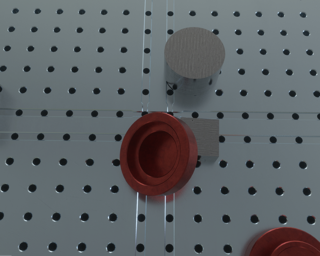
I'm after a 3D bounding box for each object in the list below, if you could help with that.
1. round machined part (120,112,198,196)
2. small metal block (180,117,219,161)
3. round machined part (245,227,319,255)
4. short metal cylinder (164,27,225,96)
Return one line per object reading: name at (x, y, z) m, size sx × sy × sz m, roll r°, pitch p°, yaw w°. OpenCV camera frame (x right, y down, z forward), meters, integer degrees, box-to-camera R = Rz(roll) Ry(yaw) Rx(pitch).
round machined part at (0.002, 0.033, 0.375) m, size 0.098 × 0.042 × 0.098 m, roll -9°, pitch 74°, yaw 32°
small metal block at (0.050, 0.015, 0.406) m, size 0.050 × 0.025 × 0.050 m, roll 4°, pitch 70°, yaw 1°
round machined part at (0.147, 0.161, 0.345) m, size 0.099 × 0.042 × 0.098 m, roll 0°, pitch 70°, yaw 0°
short metal cylinder at (0.046, -0.092, 0.432) m, size 0.081 × 0.050 × 0.080 m, roll 0°, pitch 70°, yaw 0°
